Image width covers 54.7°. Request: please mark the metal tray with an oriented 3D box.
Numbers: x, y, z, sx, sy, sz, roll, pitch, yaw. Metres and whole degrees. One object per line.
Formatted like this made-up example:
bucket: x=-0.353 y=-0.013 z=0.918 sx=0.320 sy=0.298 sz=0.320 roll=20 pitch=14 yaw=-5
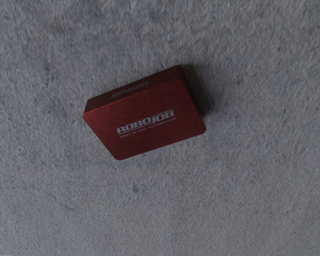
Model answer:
metal tray: x=-0.018 y=-0.014 z=0.392 sx=0.130 sy=0.030 sz=0.090 roll=-19 pitch=128 yaw=15
